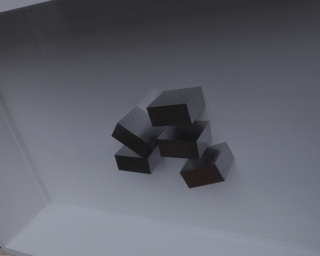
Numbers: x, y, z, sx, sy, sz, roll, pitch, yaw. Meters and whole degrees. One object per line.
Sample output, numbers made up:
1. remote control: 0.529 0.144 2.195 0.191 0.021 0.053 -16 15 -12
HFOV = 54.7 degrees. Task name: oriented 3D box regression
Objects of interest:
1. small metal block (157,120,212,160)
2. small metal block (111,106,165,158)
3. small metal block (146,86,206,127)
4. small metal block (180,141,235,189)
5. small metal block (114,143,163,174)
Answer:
1. small metal block: 0.031 0.013 0.383 0.050 0.050 0.025 2 119 27
2. small metal block: -0.027 0.004 0.408 0.050 0.050 0.025 34 128 5
3. small metal block: 0.020 -0.026 0.365 0.050 0.050 0.025 -4 117 29
4. small metal block: 0.060 0.046 0.389 0.050 0.050 0.025 -20 108 35
5. small metal block: -0.026 0.036 0.427 0.050 0.050 0.025 3 120 26
